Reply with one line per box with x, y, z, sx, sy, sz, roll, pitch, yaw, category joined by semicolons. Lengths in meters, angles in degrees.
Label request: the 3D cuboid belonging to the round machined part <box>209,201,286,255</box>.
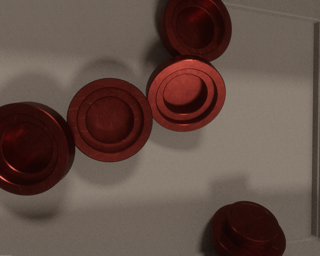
0.119;0.137;0.414;0.099;0.098;0.042;-5;124;-20;round machined part

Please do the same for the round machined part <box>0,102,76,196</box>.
-0.140;0.020;0.337;0.099;0.042;0.097;1;99;4;round machined part

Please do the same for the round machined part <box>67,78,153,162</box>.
-0.062;-0.010;0.376;0.099;0.042;0.097;-1;93;-16;round machined part

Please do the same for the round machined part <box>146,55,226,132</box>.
0.031;-0.047;0.399;0.099;0.042;0.097;-4;120;-6;round machined part

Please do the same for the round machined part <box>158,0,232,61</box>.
0.044;-0.133;0.419;0.099;0.042;0.097;0;90;-21;round machined part
